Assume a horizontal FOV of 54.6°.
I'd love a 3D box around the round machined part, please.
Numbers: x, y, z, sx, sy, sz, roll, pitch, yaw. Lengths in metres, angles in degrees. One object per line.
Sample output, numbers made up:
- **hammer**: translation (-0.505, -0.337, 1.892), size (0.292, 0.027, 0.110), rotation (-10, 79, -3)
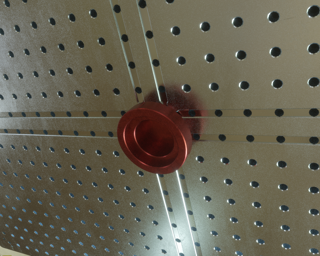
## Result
- **round machined part**: translation (-0.004, 0.009, 0.408), size (0.098, 0.042, 0.097), rotation (13, 124, 21)
